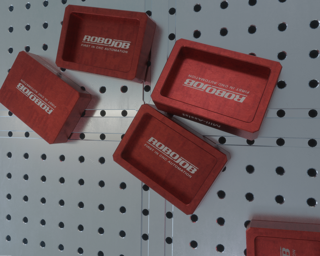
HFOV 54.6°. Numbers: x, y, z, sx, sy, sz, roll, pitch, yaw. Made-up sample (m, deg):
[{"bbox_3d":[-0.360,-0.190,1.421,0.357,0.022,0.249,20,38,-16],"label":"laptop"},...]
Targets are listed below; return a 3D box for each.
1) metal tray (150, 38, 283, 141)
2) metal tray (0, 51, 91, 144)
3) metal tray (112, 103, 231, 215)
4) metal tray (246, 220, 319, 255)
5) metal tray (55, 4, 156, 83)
[{"bbox_3d":[0.066,-0.049,0.371,0.130,0.030,0.090,20,76,19],"label":"metal tray"},{"bbox_3d":[-0.180,-0.047,0.474,0.130,0.030,0.090,36,101,16],"label":"metal tray"},{"bbox_3d":[0.013,0.038,0.405,0.130,0.030,0.090,34,101,17],"label":"metal tray"},{"bbox_3d":[0.149,0.178,0.357,0.090,0.030,0.129,-2,89,20],"label":"metal tray"},{"bbox_3d":[-0.079,-0.119,0.438,0.130,0.030,0.090,13,94,19],"label":"metal tray"}]
